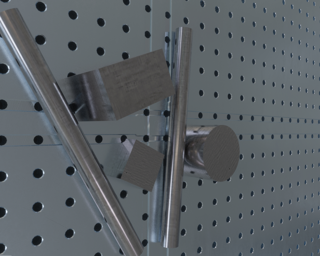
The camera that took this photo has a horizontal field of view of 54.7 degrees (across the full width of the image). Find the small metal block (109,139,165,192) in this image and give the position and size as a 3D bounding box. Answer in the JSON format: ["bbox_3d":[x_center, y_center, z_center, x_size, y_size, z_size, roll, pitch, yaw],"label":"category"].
[{"bbox_3d":[-0.028,0.047,0.387,0.050,0.025,0.050,32,70,-36],"label":"small metal block"}]

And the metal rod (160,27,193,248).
[{"bbox_3d":[0.024,0.010,0.429,0.025,0.025,0.298,7,86,-40],"label":"metal rod"}]

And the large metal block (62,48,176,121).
[{"bbox_3d":[-0.045,-0.045,0.336,0.081,0.080,0.050,-28,108,-37],"label":"large metal block"}]

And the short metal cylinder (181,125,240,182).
[{"bbox_3d":[0.072,0.035,0.453,0.081,0.050,0.079,0,90,-40],"label":"short metal cylinder"}]

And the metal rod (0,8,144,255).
[{"bbox_3d":[-0.088,0.023,0.335,0.025,0.025,0.299,-37,113,-34],"label":"metal rod"}]
